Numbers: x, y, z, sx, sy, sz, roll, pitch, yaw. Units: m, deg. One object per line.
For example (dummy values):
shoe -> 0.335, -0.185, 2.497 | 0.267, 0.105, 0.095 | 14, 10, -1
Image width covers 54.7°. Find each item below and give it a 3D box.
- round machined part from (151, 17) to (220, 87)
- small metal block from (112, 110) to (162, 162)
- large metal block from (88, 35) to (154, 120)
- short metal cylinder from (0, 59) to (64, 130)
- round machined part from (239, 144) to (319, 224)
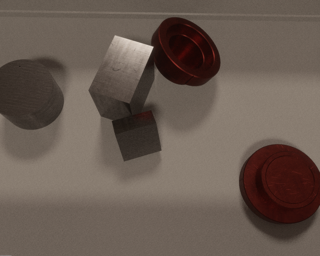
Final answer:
round machined part -> 0.031, -0.098, 0.422 | 0.099, 0.042, 0.098 | 16, 57, -26
small metal block -> -0.028, 0.010, 0.389 | 0.050, 0.050, 0.025 | -16, 44, -6
large metal block -> -0.045, -0.057, 0.401 | 0.050, 0.080, 0.080 | 18, 71, 6
short metal cylinder -> -0.175, -0.043, 0.410 | 0.081, 0.050, 0.080 | 0, 70, 0
round machined part -> 0.151, 0.066, 0.378 | 0.099, 0.042, 0.098 | 0, 70, -1
